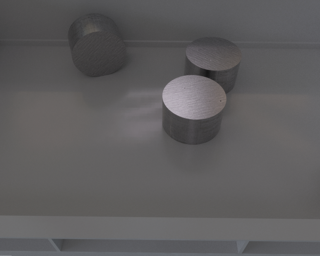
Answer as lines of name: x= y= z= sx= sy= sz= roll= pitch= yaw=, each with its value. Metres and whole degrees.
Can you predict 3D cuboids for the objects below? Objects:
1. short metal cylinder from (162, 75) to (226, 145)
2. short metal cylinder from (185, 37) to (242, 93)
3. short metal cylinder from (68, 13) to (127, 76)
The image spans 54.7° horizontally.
short metal cylinder: x=0.043 y=-0.025 z=0.410 sx=0.080 sy=0.050 sz=0.080 roll=0 pitch=50 yaw=0
short metal cylinder: x=0.078 y=-0.093 z=0.467 sx=0.080 sy=0.050 sz=0.080 roll=0 pitch=50 yaw=0
short metal cylinder: x=-0.097 y=-0.126 z=0.475 sx=0.081 sy=0.080 sz=0.050 roll=-14 pitch=52 yaw=-11
